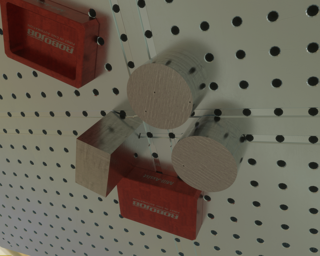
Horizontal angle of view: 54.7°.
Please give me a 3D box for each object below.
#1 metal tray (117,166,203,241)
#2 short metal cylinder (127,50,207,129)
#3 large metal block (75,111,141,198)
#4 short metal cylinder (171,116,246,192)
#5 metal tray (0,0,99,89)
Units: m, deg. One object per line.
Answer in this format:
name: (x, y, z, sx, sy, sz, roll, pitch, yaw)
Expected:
metal tray: (-0.001, 0.114, 0.480, 0.130, 0.030, 0.089, 12, 124, 21)
short metal cylinder: (0.009, -0.045, 0.363, 0.080, 0.050, 0.079, 13, 124, 21)
large metal block: (-0.073, 0.035, 0.436, 0.050, 0.080, 0.079, 23, 127, 14)
short metal cylinder: (0.061, 0.032, 0.383, 0.080, 0.050, 0.079, 13, 124, 21)
metal tray: (-0.148, -0.118, 0.412, 0.130, 0.030, 0.089, 24, 127, 13)
